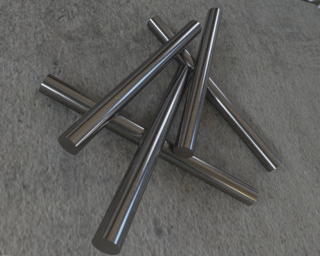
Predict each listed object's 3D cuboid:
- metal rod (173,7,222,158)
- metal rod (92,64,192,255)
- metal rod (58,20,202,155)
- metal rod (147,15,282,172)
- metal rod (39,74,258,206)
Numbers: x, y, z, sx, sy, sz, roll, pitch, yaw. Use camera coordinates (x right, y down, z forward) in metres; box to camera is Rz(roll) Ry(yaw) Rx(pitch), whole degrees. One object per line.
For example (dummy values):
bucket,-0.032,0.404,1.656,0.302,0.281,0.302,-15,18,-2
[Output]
metal rod,0.062,-0.086,0.458,0.025,0.025,0.300,26,52,-13
metal rod,-0.003,0.005,0.365,0.025,0.025,0.301,33,42,-8
metal rod,-0.018,-0.072,0.406,0.025,0.025,0.301,40,51,-1
metal rod,0.080,-0.058,0.484,0.025,0.025,0.300,-32,80,-38
metal rod,-0.006,0.020,0.389,0.301,0.025,0.025,29,52,-10
